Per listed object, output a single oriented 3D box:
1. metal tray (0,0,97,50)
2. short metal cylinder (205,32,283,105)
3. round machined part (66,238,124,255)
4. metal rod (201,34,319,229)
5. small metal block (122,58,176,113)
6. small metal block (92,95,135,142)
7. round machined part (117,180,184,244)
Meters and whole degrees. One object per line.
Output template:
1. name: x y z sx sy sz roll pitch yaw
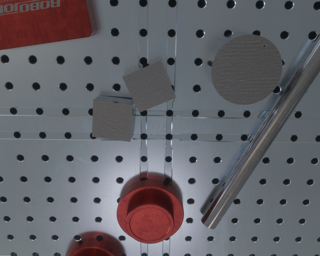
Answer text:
1. metal tray: -0.148 -0.143 0.357 0.131 0.030 0.089 -8 110 2
2. short metal cylinder: 0.098 -0.073 0.374 0.081 0.050 0.079 0 110 0
3. round machined part: -0.106 0.227 0.487 0.099 0.042 0.097 0 110 0
4. metal rod: 0.139 0.017 0.420 0.025 0.025 0.298 25 108 -9
5. small metal block: -0.013 -0.054 0.393 0.050 0.025 0.050 -22 109 7
6. small metal block: -0.060 -0.013 0.405 0.050 0.025 0.050 8 110 4
7. round machined part: -0.014 0.128 0.451 0.099 0.042 0.097 0 110 0
